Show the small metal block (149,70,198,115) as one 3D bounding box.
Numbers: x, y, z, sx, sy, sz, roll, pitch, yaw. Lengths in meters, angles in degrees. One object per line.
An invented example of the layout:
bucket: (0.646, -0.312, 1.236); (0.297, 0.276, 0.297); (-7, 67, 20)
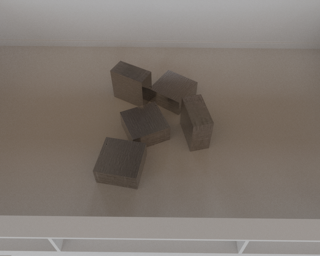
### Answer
small metal block: (0.019, -0.052, 0.449); (0.050, 0.025, 0.050); (27, 55, 21)

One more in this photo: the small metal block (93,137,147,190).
small metal block: (-0.046, 0.041, 0.370); (0.050, 0.025, 0.050); (9, 51, 7)

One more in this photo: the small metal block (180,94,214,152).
small metal block: (0.045, -0.006, 0.394); (0.025, 0.050, 0.050); (-10, 51, -8)

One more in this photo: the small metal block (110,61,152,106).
small metal block: (-0.040, -0.061, 0.440); (0.050, 0.050, 0.025); (23, 54, 18)

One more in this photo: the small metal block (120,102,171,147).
small metal block: (-0.020, -0.003, 0.407); (0.050, 0.025, 0.050); (-18, 52, -15)
